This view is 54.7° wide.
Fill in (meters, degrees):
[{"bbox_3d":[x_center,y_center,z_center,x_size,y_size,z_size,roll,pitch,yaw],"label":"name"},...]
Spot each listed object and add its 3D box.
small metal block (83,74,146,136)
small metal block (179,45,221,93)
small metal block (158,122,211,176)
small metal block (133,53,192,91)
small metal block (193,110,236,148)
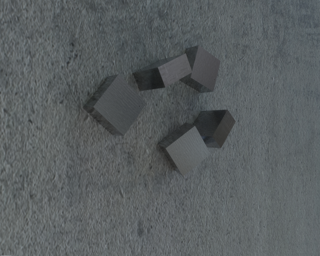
[{"bbox_3d":[-0.052,-0.026,0.361,0.050,0.025,0.050,47,62,-30],"label":"small metal block"},{"bbox_3d":[0.058,-0.085,0.453,0.050,0.025,0.050,24,75,-38],"label":"small metal block"},{"bbox_3d":[0.033,0.029,0.423,0.050,0.025,0.050,-37,114,-14],"label":"small metal block"},{"bbox_3d":[0.003,-0.070,0.390,0.050,0.050,0.025,-34,111,-35],"label":"small metal block"},{"bbox_3d":[0.073,0.001,0.450,0.025,0.050,0.050,50,60,-29],"label":"small metal block"}]
